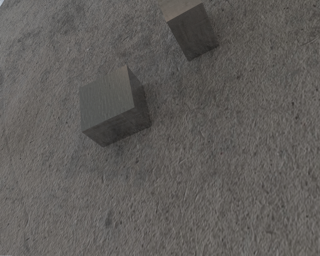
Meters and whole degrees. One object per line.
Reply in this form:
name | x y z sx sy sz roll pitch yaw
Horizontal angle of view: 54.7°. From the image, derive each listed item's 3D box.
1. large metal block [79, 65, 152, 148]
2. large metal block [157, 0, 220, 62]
large metal block | -0.065 -0.030 0.440 0.080 0.050 0.080 -24 53 14
large metal block | 0.038 -0.158 0.446 0.050 0.080 0.080 -26 53 12
